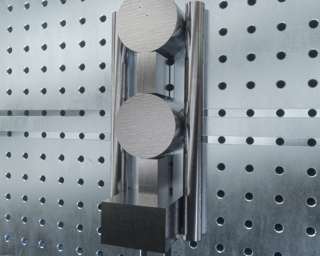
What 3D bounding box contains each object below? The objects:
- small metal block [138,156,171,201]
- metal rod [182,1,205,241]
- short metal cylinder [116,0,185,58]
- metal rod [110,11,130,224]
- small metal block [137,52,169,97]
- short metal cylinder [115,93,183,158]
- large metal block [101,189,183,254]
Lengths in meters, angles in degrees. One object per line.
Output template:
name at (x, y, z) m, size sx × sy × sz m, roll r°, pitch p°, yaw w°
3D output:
small metal block at (-0.006, 0.063, 0.400) m, size 0.025 × 0.050 × 0.050 m, roll 0°, pitch 90°, yaw 20°
metal rod at (0.043, -0.008, 0.396) m, size 0.025 × 0.025 × 0.298 m, roll 1°, pitch 90°, yaw 20°
short metal cylinder at (-0.009, -0.132, 0.402) m, size 0.080 × 0.050 × 0.080 m, roll 0°, pitch 90°, yaw 20°
metal rod at (-0.056, -0.009, 0.431) m, size 0.025 × 0.025 × 0.298 m, roll 1°, pitch 90°, yaw 20°
small metal block at (-0.008, -0.068, 0.401) m, size 0.025 × 0.050 × 0.050 m, roll 1°, pitch 90°, yaw 20°
short metal cylinder at (-0.011, -0.003, 0.403) m, size 0.080 × 0.050 × 0.080 m, roll 0°, pitch 90°, yaw 20°
large metal block at (-0.018, 0.112, 0.390) m, size 0.080 × 0.080 × 0.050 m, roll 1°, pitch 91°, yaw 20°
